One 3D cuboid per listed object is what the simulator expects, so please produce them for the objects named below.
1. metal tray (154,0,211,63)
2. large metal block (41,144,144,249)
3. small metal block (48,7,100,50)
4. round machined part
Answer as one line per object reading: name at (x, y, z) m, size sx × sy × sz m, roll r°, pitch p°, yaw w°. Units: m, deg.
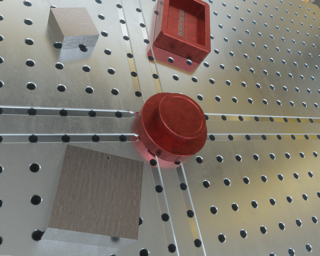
metal tray at (0.041, -0.182, 0.537) m, size 0.091 × 0.030 × 0.130 m, roll 17°, pitch 55°, yaw -19°
large metal block at (-0.066, 0.071, 0.313) m, size 0.081 × 0.050 × 0.080 m, roll 16°, pitch 55°, yaw -20°
small metal block at (-0.119, -0.138, 0.428) m, size 0.050 × 0.025 × 0.050 m, roll -17°, pitch 71°, yaw -35°
round machined part at (0.022, -0.007, 0.413) m, size 0.099 × 0.042 × 0.098 m, roll 14°, pitch 56°, yaw -21°
